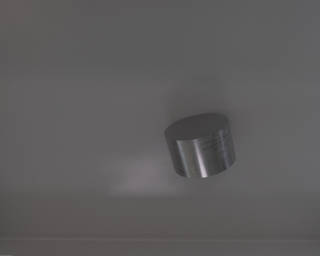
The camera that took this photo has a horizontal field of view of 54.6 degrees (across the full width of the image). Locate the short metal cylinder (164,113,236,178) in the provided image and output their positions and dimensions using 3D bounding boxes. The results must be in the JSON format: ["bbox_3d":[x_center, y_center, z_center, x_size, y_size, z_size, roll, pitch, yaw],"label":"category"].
[{"bbox_3d":[0.050,0.020,0.390,0.080,0.080,0.050,-14,110,5],"label":"short metal cylinder"}]
